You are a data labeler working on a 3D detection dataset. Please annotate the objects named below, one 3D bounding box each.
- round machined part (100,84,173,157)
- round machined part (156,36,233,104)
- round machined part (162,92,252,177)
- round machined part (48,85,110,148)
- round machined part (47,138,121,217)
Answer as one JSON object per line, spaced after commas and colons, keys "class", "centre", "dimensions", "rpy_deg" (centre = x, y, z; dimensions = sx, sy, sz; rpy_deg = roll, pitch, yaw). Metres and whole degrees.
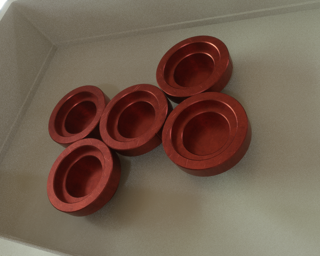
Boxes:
{"class": "round machined part", "centre": [-0.027, -0.007, 0.409], "dimensions": [0.098, 0.042, 0.098], "rpy_deg": [-13, 56, 21]}
{"class": "round machined part", "centre": [0.048, -0.071, 0.410], "dimensions": [0.098, 0.042, 0.098], "rpy_deg": [-13, 56, 21]}
{"class": "round machined part", "centre": [0.056, 0.010, 0.356], "dimensions": [0.098, 0.042, 0.098], "rpy_deg": [-13, 56, 21]}
{"class": "round machined part", "centre": [-0.111, -0.011, 0.458], "dimensions": [0.098, 0.042, 0.098], "rpy_deg": [-13, 56, 21]}
{"class": "round machined part", "centre": [-0.092, 0.065, 0.399], "dimensions": [0.098, 0.042, 0.098], "rpy_deg": [-13, 56, 21]}
